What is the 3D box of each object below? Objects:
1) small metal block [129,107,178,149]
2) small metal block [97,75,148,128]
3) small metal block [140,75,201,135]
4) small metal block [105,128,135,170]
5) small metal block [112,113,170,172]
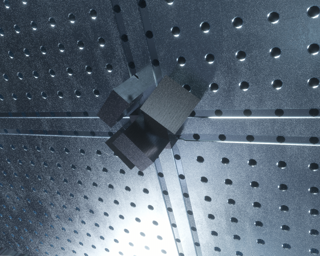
[{"bbox_3d":[-0.008,0.000,0.415,0.050,0.025,0.050,0,118,27],"label":"small metal block"},{"bbox_3d":[-0.048,-0.034,0.400,0.025,0.050,0.050,42,129,0],"label":"small metal block"},{"bbox_3d":[0.012,-0.027,0.371,0.050,0.025,0.050,37,89,4],"label":"small metal block"},{"bbox_3d":[-0.047,0.027,0.433,0.025,0.050,0.050,-43,95,2],"label":"small metal block"},{"bbox_3d":[-0.022,0.017,0.386,0.050,0.050,0.025,45,128,-4],"label":"small metal block"}]
